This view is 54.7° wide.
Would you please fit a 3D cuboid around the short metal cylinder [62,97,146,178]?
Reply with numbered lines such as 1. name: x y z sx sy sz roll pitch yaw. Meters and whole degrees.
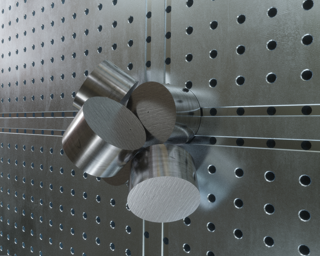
1. short metal cylinder: -0.064 0.010 0.357 0.050 0.081 0.080 -49 62 29

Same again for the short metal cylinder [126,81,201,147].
1. short metal cylinder: 0.003 -0.016 0.388 0.080 0.050 0.079 0 90 39

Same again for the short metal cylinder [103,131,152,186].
1. short metal cylinder: -0.045 0.036 0.427 0.080 0.050 0.079 0 90 39

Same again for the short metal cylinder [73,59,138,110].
1. short metal cylinder: -0.073 -0.046 0.422 0.050 0.080 0.080 35 116 -3

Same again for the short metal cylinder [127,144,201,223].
1. short metal cylinder: 0.004 0.065 0.359 0.080 0.080 0.050 -48 26 29
